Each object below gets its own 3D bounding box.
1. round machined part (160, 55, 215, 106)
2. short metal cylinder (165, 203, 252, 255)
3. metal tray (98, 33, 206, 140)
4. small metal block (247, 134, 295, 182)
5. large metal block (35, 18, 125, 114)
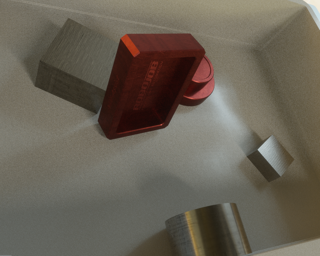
[{"bbox_3d":[0.042,-0.085,0.471,0.099,0.042,0.098,14,56,-21],"label":"round machined part"},{"bbox_3d":[0.050,0.116,0.328,0.081,0.080,0.050,1,61,-28],"label":"short metal cylinder"},{"bbox_3d":[-0.014,-0.045,0.358,0.091,0.129,0.030,-12,55,-33],"label":"metal tray"},{"bbox_3d":[0.169,0.046,0.471,0.050,0.025,0.050,-33,81,-38],"label":"small metal block"},{"bbox_3d":[-0.096,-0.076,0.386,0.080,0.050,0.080,25,53,-13],"label":"large metal block"}]
